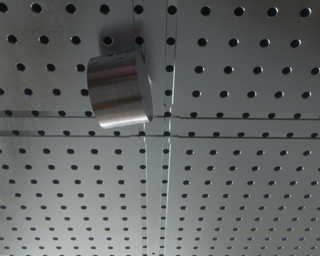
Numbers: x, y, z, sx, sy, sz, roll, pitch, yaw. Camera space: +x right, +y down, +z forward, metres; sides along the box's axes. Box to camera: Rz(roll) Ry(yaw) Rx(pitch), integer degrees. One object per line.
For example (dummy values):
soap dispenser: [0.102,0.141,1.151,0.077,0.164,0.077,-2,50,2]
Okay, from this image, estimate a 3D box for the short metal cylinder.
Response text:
short metal cylinder: [-0.041,-0.042,0.340,0.050,0.080,0.080,-9,130,7]
